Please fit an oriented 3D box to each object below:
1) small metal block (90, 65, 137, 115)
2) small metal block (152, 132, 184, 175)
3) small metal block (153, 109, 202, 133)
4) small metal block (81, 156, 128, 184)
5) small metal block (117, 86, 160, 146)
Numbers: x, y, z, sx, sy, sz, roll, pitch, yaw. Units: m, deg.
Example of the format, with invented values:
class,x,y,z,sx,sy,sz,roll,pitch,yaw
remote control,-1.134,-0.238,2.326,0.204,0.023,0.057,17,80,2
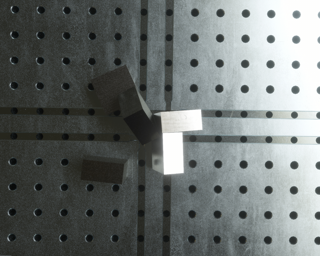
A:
class,x,y,z,sx,sy,sz,roll,pitch,yaw
small metal block,-0.057,-0.049,0.413,0.050,0.025,0.050,-24,90,0
small metal block,0.009,0.031,0.398,0.025,0.050,0.050,-2,90,-18
small metal block,0.021,-0.008,0.397,0.050,0.050,0.025,-4,91,-12
small metal block,-0.070,0.053,0.400,0.050,0.050,0.025,6,90,-1
small metal block,-0.026,-0.015,0.383,0.025,0.050,0.050,-27,131,5
